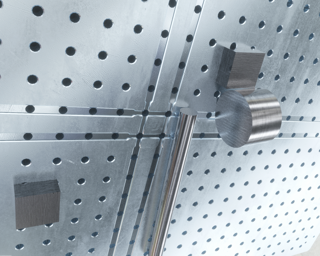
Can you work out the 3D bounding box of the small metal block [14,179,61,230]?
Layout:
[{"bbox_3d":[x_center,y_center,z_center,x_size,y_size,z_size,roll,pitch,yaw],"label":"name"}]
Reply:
[{"bbox_3d":[-0.154,0.095,0.387,0.050,0.025,0.050,-3,120,-27],"label":"small metal block"}]

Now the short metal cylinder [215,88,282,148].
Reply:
[{"bbox_3d":[0.122,-0.015,0.435,0.050,0.080,0.079,-8,122,-25],"label":"short metal cylinder"}]

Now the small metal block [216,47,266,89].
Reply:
[{"bbox_3d":[0.109,-0.082,0.422,0.050,0.025,0.050,-5,121,-26],"label":"small metal block"}]

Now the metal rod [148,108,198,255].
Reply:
[{"bbox_3d":[0.014,0.108,0.487,0.025,0.025,0.298,-4,120,-27],"label":"metal rod"}]
